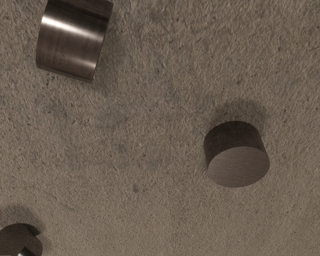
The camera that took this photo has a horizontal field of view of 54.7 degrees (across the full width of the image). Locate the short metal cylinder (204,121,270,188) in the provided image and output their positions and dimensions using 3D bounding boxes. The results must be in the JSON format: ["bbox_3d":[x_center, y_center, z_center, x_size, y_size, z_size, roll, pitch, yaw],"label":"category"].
[{"bbox_3d":[0.103,0.037,0.424,0.081,0.050,0.079,0,130,0],"label":"short metal cylinder"}]

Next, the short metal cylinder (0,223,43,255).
[{"bbox_3d":[-0.261,0.220,0.555,0.080,0.080,0.050,-12,129,9],"label":"short metal cylinder"}]

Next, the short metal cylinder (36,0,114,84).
[{"bbox_3d":[-0.080,-0.088,0.295,0.050,0.080,0.079,16,128,-13],"label":"short metal cylinder"}]
